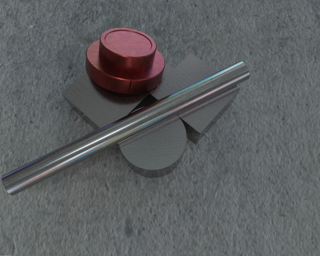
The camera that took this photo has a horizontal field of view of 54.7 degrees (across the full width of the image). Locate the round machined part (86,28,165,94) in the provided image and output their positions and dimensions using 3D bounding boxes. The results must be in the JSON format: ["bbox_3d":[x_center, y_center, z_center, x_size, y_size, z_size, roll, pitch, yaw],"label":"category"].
[{"bbox_3d":[-0.041,-0.089,0.385,0.099,0.042,0.098,8,43,-8],"label":"round machined part"}]

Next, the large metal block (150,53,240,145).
[{"bbox_3d":[0.044,-0.038,0.411,0.080,0.050,0.080,40,74,13],"label":"large metal block"}]

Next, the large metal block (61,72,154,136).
[{"bbox_3d":[-0.065,-0.037,0.408,0.080,0.050,0.080,40,75,13],"label":"large metal block"}]

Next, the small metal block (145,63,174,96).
[{"bbox_3d":[-0.010,-0.070,0.434,0.050,0.025,0.050,41,75,13],"label":"small metal block"}]

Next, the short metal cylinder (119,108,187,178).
[{"bbox_3d":[-0.009,0.018,0.389,0.081,0.050,0.080,0,70,0],"label":"short metal cylinder"}]

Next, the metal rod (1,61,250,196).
[{"bbox_3d":[-0.030,-0.005,0.357,0.302,0.025,0.025,-27,73,-10],"label":"metal rod"}]
